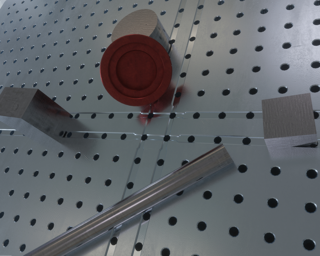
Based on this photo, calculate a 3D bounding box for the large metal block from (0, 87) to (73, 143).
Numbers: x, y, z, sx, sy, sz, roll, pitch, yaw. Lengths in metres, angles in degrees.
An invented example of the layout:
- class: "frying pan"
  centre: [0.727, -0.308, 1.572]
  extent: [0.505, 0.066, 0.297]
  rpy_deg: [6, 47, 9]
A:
- class: "large metal block"
  centre: [-0.203, -0.021, 0.492]
  extent: [0.080, 0.080, 0.050]
  rpy_deg: [7, 65, 31]

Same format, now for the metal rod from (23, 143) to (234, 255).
- class: "metal rod"
  centre: [-0.051, 0.104, 0.371]
  extent: [0.300, 0.025, 0.025]
  rpy_deg: [-31, 52, 8]

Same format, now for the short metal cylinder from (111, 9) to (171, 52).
- class: "short metal cylinder"
  centre: [-0.030, -0.142, 0.495]
  extent: [0.080, 0.050, 0.080]
  rpy_deg: [-13, 56, 21]

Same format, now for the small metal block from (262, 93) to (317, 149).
- class: "small metal block"
  centre: [0.141, -0.007, 0.339]
  extent: [0.050, 0.025, 0.050]
  rpy_deg: [-7, 58, 24]

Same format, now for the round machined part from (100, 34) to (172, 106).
- class: "round machined part"
  centre: [-0.033, -0.082, 0.442]
  extent: [0.098, 0.098, 0.042]
  rpy_deg: [-35, 13, 5]
